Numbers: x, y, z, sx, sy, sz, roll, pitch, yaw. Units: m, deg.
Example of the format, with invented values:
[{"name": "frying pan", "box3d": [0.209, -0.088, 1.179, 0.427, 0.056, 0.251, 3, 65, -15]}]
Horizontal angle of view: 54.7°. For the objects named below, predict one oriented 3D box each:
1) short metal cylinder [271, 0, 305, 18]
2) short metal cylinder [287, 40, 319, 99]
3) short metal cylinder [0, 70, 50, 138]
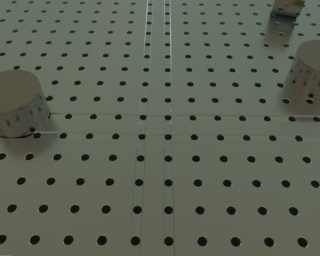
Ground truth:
[{"name": "short metal cylinder", "box3d": [0.250, -0.257, 0.591, 0.050, 0.080, 0.080, 15, 52, 12]}, {"name": "short metal cylinder", "box3d": [0.242, -0.089, 0.470, 0.081, 0.050, 0.080, 0, 50, 0]}, {"name": "short metal cylinder", "box3d": [-0.197, -0.034, 0.417, 0.081, 0.050, 0.080, 0, 50, 0]}]
